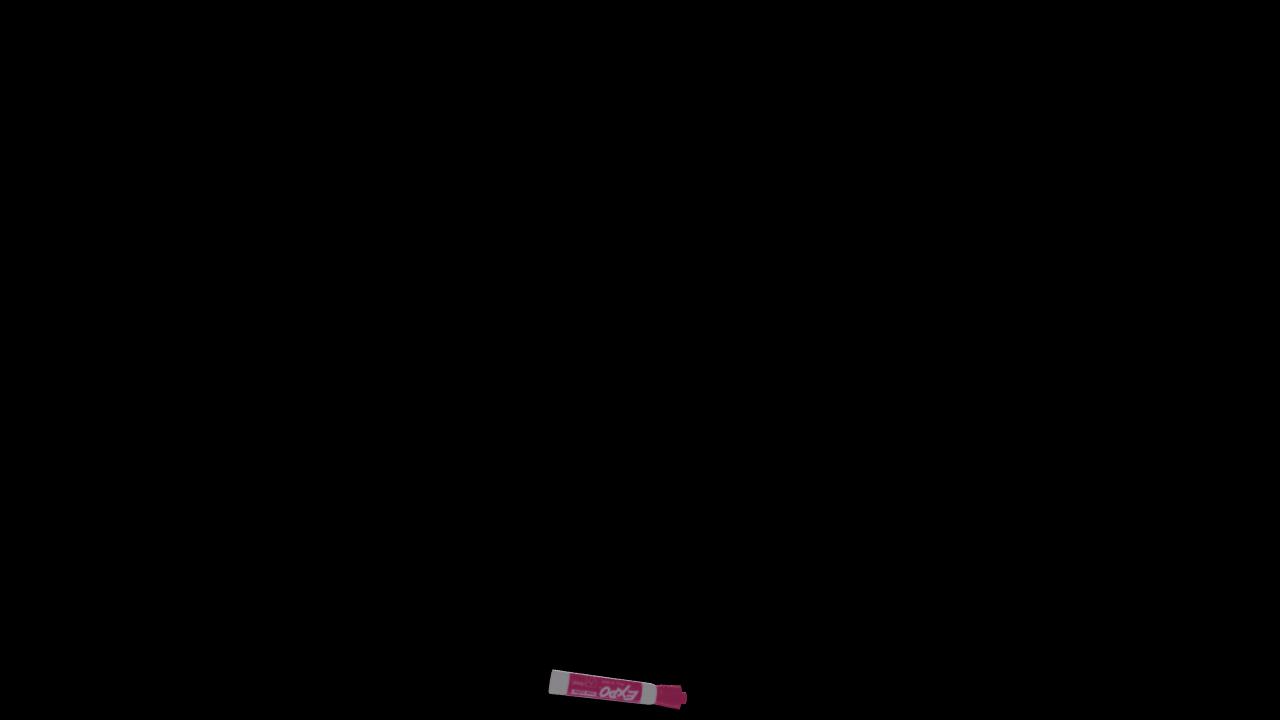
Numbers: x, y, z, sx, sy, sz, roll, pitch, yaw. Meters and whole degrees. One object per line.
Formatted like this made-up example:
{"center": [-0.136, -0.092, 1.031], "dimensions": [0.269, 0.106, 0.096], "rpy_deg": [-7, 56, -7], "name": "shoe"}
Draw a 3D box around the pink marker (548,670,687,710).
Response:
{"center": [-0.018, 0.287, 0.535], "dimensions": [0.121, 0.020, 0.020], "rpy_deg": [10, -1, -6], "name": "pink marker"}
